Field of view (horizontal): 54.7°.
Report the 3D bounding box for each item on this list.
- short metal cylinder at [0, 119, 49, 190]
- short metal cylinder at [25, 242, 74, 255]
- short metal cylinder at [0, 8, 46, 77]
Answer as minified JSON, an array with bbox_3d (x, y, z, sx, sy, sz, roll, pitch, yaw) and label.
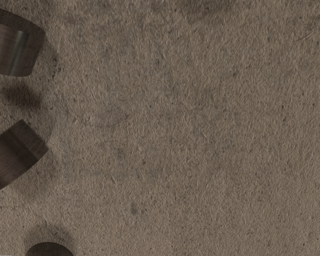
[{"bbox_3d":[-0.190,0.033,0.390,0.080,0.080,0.050,-33,107,11],"label":"short metal cylinder"},{"bbox_3d":[-0.177,0.225,0.477,0.081,0.050,0.079,0,110,-1],"label":"short metal cylinder"},{"bbox_3d":[-0.175,-0.098,0.342,0.080,0.080,0.050,25,108,-9],"label":"short metal cylinder"}]
